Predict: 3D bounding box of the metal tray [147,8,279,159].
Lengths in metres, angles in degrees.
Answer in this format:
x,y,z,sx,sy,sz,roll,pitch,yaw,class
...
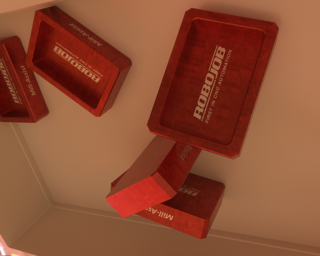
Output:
x,y,z,sx,sy,sz,roll,pitch,yaw,class
0.051,-0.044,0.302,0.090,0.030,0.129,17,86,18,metal tray

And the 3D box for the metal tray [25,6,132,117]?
x,y,z,sx,sy,sz,roll,pitch,yaw,class
-0.111,-0.086,0.410,0.130,0.030,0.089,36,129,4,metal tray

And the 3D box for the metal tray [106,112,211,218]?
x,y,z,sx,sy,sz,roll,pitch,yaw,class
0.004,0.038,0.359,0.030,0.131,0.090,49,131,-9,metal tray

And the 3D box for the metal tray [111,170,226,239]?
x,y,z,sx,sy,sz,roll,pitch,yaw,class
0.012,0.087,0.411,0.130,0.090,0.030,15,113,19,metal tray

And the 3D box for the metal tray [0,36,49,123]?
x,y,z,sx,sy,sz,roll,pitch,yaw,class
-0.238,-0.072,0.486,0.090,0.030,0.129,2,119,27,metal tray
